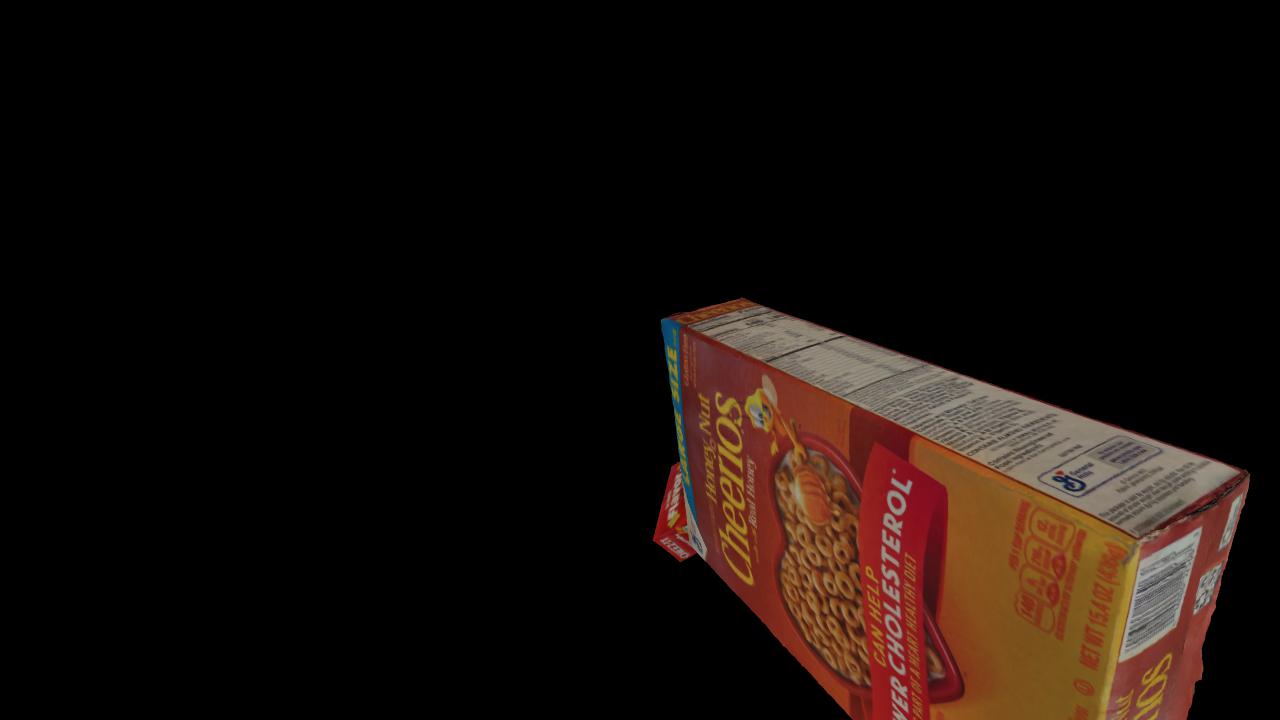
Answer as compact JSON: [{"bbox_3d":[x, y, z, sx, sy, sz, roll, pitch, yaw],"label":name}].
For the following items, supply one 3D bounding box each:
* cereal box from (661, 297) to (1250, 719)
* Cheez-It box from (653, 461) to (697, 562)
[{"bbox_3d":[0.121,0.095,0.355,0.081,0.203,0.306,-17,24,-22],"label":"cereal box"},{"bbox_3d":[0.128,0.196,0.959,0.223,0.071,0.166,-39,17,33],"label":"Cheez-It box"}]
